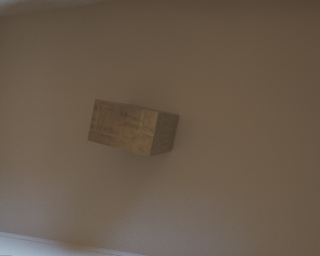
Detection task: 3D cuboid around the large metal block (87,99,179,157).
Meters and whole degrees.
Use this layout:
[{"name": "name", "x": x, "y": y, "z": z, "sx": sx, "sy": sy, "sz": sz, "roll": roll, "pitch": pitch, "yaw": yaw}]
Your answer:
[{"name": "large metal block", "x": -0.030, "y": -0.001, "z": 0.388, "sx": 0.080, "sy": 0.080, "sz": 0.050, "roll": 13, "pitch": 95, "yaw": 19}]
